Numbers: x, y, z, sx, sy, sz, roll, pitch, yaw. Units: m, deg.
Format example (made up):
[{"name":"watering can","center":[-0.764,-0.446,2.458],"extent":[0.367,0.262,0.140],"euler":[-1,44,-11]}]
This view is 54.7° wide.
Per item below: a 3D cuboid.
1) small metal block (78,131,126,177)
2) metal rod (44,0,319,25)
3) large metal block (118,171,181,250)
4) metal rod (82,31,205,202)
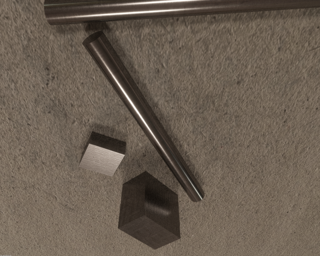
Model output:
[{"name":"small metal block","center":[-0.081,0.038,0.438],"extent":[0.050,0.025,0.050],"euler":[20,127,-17]},{"name":"metal rod","center":[0.041,-0.123,0.302],"extent":[0.302,0.025,0.025],"euler":[-3,130,2]},{"name":"large metal block","center":[-0.015,0.127,0.480],"extent":[0.050,0.080,0.080],"euler":[-33,123,24]},{"name":"metal rod","center":[-0.005,0.007,0.413],"extent":[0.025,0.025,0.299],"euler":[-21,128,16]}]
